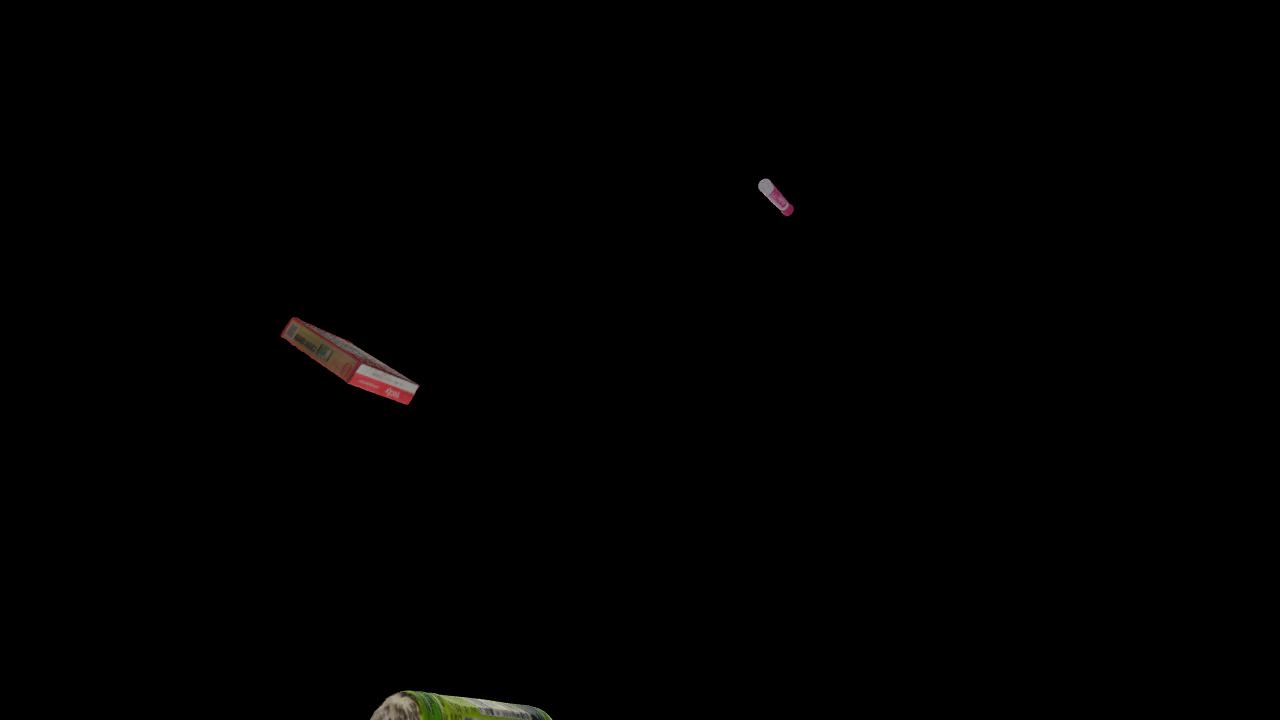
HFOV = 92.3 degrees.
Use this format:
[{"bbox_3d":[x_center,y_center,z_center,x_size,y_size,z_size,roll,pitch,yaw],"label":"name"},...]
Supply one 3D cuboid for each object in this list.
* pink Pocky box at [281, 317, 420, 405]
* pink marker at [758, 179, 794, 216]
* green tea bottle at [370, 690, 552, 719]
[{"bbox_3d":[-0.329,0.001,0.697,0.155,0.029,0.084,24,-8,32],"label":"pink Pocky box"},{"bbox_3d":[0.202,-0.237,0.905,0.020,0.020,0.121,0,-5,29],"label":"pink marker"},{"bbox_3d":[-0.124,0.325,0.516,0.073,0.073,0.212,0,-27,40],"label":"green tea bottle"}]
